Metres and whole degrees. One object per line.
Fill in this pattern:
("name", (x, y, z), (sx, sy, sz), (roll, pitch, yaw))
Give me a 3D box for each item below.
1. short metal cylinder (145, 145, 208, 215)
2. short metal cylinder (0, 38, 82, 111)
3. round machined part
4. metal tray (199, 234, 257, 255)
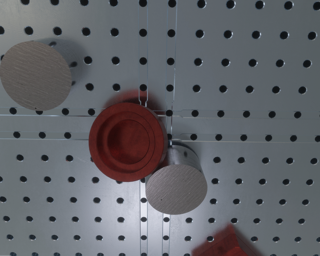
("short metal cylinder", (0.020, 0.070, 0.422), (0.081, 0.050, 0.079), (-2, 115, -4))
("short metal cylinder", (-0.141, -0.066, 0.374), (0.081, 0.050, 0.079), (0, 110, 0))
("round machined part", (-0.037, 0.017, 0.398), (0.098, 0.042, 0.097), (0, 90, 15))
("metal tray", (0.126, 0.243, 0.502), (0.090, 0.030, 0.130), (-40, 106, 13))
